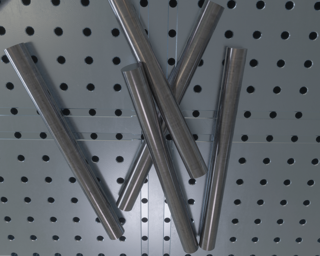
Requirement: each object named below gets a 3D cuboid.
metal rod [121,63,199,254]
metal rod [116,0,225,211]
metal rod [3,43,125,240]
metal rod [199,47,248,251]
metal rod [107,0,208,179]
[{"bbox_3d":[0.008,0.059,0.413,0.025,0.025,0.299,-15,118,5],"label":"metal rod"},{"bbox_3d":[0.006,-0.015,0.407,0.025,0.025,0.298,22,109,-8],"label":"metal rod"},{"bbox_3d":[-0.121,0.031,0.423,0.025,0.025,0.299,-21,109,7],"label":"metal rod"},{"bbox_3d":[0.083,0.042,0.429,0.025,0.025,0.298,4,110,-2],"label":"metal rod"},{"bbox_3d":[-0.013,-0.075,0.365,0.025,0.025,0.299,-24,101,8],"label":"metal rod"}]
